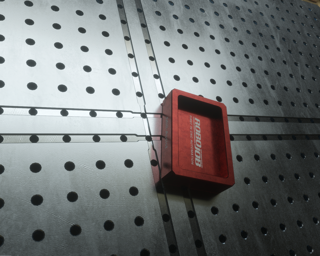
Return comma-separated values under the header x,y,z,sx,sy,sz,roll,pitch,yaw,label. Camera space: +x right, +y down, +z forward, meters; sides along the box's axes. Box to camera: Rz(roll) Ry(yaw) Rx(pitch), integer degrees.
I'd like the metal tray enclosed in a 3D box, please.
x,y,z,sx,sy,sz,roll,pitch,yaw,label
0.050,0.016,0.421,0.091,0.030,0.130,14,56,-20,metal tray
